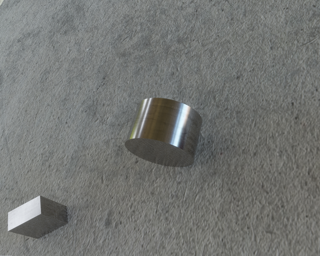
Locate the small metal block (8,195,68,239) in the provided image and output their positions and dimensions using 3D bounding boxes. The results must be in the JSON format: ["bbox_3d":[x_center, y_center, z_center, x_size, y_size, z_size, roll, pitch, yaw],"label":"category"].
[{"bbox_3d":[-0.156,0.116,0.398,0.050,0.050,0.025,-29,52,10],"label":"small metal block"}]

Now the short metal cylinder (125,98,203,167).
[{"bbox_3d":[0.005,0.007,0.361,0.080,0.080,0.050,2,63,29],"label":"short metal cylinder"}]
